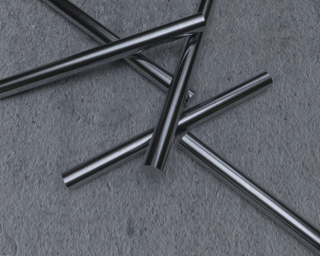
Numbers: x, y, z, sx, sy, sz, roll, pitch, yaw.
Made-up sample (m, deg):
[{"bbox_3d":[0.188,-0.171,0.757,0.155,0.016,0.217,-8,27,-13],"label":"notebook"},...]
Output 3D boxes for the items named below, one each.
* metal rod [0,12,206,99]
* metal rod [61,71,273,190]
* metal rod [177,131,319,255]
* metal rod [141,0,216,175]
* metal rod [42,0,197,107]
[{"bbox_3d":[-0.085,-0.097,0.421,0.301,0.025,0.025,-18,71,2],"label":"metal rod"},{"bbox_3d":[0.017,-0.001,0.408,0.302,0.025,0.025,-27,72,-10],"label":"metal rod"},{"bbox_3d":[0.147,0.103,0.371,0.300,0.025,0.025,37,74,12],"label":"metal rod"},{"bbox_3d":[0.034,-0.078,0.412,0.025,0.025,0.300,16,62,6],"label":"metal rod"},{"bbox_3d":[-0.073,-0.129,0.454,0.300,0.025,0.025,38,74,12],"label":"metal rod"}]
